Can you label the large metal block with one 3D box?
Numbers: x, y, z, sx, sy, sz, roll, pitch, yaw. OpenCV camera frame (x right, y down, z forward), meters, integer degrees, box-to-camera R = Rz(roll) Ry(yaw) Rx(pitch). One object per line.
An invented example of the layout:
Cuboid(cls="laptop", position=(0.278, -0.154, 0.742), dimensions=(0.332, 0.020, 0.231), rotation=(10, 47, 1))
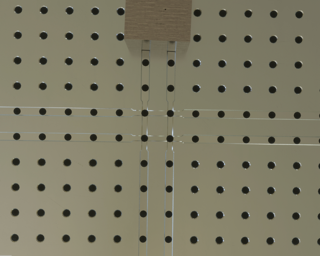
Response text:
Cuboid(cls="large metal block", position=(-0.002, -0.146, 0.401), dimensions=(0.080, 0.050, 0.080), rotation=(3, 90, 0))
